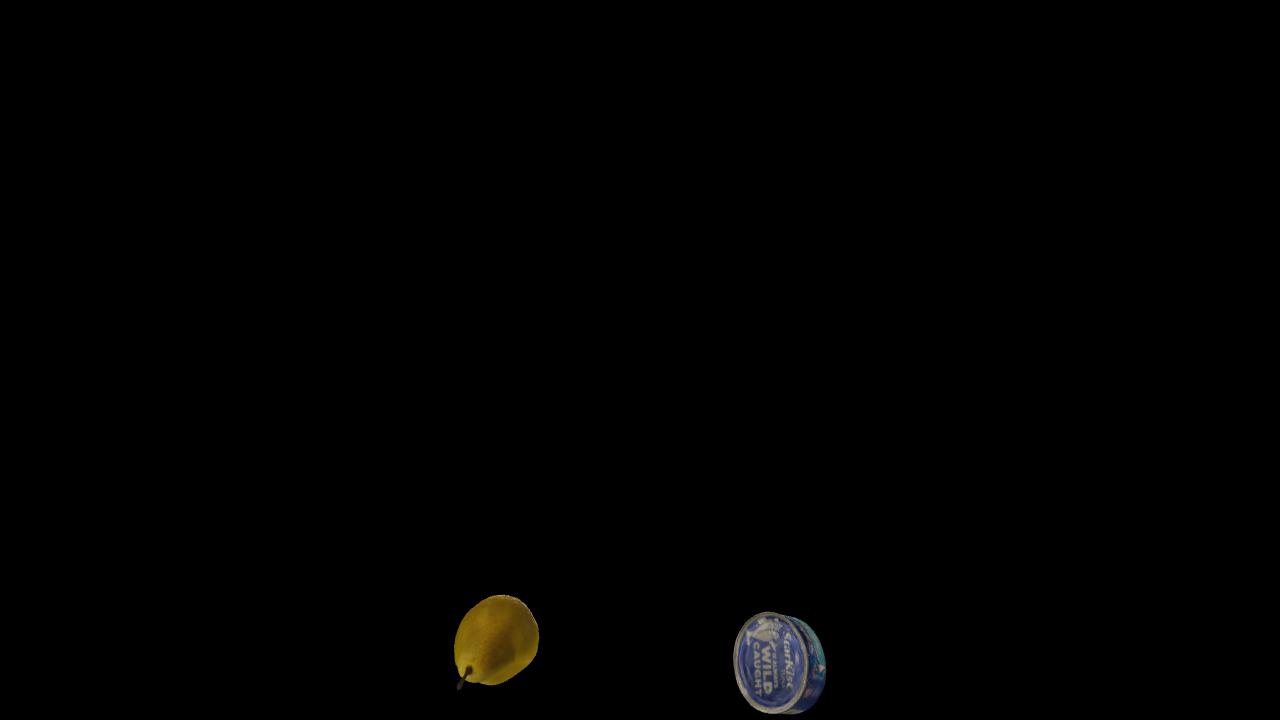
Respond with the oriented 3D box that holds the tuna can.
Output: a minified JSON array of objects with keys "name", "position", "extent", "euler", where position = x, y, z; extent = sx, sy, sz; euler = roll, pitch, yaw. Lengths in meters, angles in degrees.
[{"name":"tuna can","position":[0.129,0.279,0.568],"extent":[0.034,0.084,0.084],"euler":[25,-15,-34]}]

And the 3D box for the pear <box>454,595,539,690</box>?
[{"name":"pear","position":[-0.135,0.255,0.549],"extent":[0.080,0.080,0.111],"euler":[0,-11,2]}]
